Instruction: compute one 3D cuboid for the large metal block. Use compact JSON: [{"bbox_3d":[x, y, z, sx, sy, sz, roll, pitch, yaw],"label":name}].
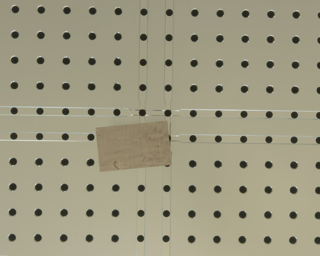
[{"bbox_3d":[-0.030,0.020,0.386,0.081,0.080,0.050,-6,90,-1],"label":"large metal block"}]
